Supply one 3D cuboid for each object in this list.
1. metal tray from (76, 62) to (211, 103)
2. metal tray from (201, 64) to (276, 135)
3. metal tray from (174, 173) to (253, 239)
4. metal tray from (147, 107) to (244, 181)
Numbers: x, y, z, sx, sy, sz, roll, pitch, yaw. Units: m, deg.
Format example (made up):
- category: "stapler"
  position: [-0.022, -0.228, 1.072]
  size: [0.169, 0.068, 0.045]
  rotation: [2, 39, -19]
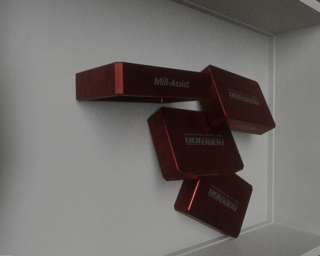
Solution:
- category: "metal tray"
  position: [-0.016, -0.047, 0.351]
  size: [0.131, 0.090, 0.030]
  rotation: [-2, 92, -40]
- category: "metal tray"
  position: [0.119, -0.040, 0.481]
  size: [0.131, 0.030, 0.090]
  rotation: [8, 58, -40]
- category: "metal tray"
  position: [0.088, 0.107, 0.480]
  size: [0.130, 0.030, 0.090]
  rotation: [36, 68, -35]
- category: "metal tray"
  position: [0.052, 0.022, 0.424]
  size: [0.131, 0.030, 0.090]
  rotation: [4, 61, -40]
